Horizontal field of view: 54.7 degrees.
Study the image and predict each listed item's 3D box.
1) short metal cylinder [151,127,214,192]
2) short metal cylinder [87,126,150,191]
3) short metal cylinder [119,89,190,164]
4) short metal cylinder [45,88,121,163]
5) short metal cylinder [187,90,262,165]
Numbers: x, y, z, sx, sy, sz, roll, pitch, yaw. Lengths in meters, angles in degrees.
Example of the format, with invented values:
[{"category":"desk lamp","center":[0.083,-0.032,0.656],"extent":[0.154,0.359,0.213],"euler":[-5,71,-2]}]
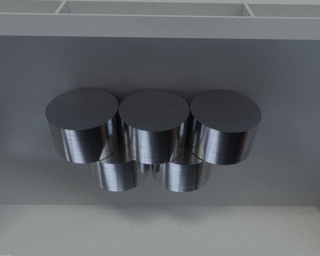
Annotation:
[{"category":"short metal cylinder","center":[0.029,0.036,0.401],"extent":[0.081,0.080,0.050],"euler":[1,130,-1]},{"category":"short metal cylinder","center":[-0.053,0.034,0.399],"extent":[0.081,0.080,0.050],"euler":[1,130,-1]},{"category":"short metal cylinder","center":[-0.007,-0.003,0.368],"extent":[0.081,0.080,0.050],"euler":[1,130,-1]},{"category":"short metal cylinder","center":[-0.088,-0.004,0.366],"extent":[0.081,0.080,0.050],"euler":[1,130,-1]},{"category":"short metal cylinder","center":[0.074,-0.002,0.369],"extent":[0.081,0.080,0.050],"euler":[1,130,-1]}]
